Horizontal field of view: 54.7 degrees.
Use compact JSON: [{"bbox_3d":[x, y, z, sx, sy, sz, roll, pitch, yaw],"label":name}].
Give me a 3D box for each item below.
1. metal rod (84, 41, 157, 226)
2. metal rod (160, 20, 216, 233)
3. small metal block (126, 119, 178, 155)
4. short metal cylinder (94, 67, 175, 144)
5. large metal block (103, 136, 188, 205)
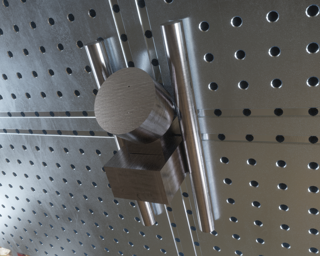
[{"bbox_3d":[-0.050,0.024,0.452,0.025,0.025,0.298,1,119,28],"label":"metal rod"},{"bbox_3d":[0.042,0.017,0.400,0.025,0.025,0.298,2,119,27],"label":"metal rod"},{"bbox_3d":[-0.010,0.010,0.406,0.050,0.050,0.025,1,119,27],"label":"small metal block"},{"bbox_3d":[-0.030,-0.025,0.368,0.080,0.050,0.080,-8,71,25],"label":"short metal cylinder"},{"bbox_3d":[-0.013,0.051,0.411,0.080,0.080,0.050,1,119,28],"label":"large metal block"}]
